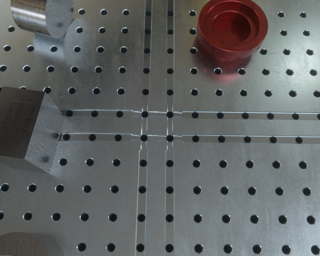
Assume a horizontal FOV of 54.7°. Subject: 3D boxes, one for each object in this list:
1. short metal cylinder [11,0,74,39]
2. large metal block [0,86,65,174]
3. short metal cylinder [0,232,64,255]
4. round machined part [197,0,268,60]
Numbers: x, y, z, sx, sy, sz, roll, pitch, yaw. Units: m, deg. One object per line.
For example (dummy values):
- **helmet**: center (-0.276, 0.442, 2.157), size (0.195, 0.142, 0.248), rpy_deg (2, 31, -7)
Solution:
- **short metal cylinder**: center (-0.166, -0.175, 0.445), size (0.050, 0.080, 0.080), rpy_deg (16, 71, 6)
- **large metal block**: center (-0.162, 0.006, 0.379), size (0.050, 0.080, 0.080), rpy_deg (8, 70, 3)
- **short metal cylinder**: center (-0.152, 0.157, 0.340), size (0.081, 0.050, 0.080), rpy_deg (0, 70, 0)
- **round machined part**: center (0.103, -0.142, 0.455), size (0.099, 0.042, 0.098), rpy_deg (0, 70, 0)
